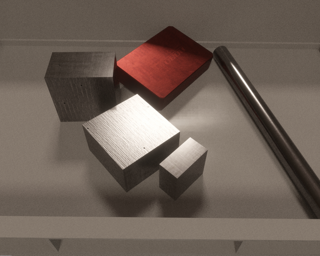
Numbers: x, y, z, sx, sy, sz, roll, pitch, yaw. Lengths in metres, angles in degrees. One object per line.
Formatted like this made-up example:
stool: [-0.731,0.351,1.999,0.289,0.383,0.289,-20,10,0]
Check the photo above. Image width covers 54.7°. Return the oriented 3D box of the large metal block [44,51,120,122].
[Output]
large metal block: [-0.097,-0.054,0.413,0.081,0.080,0.050,-1,50,-2]

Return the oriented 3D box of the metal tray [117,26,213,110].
metal tray: [0.008,-0.095,0.471,0.090,0.030,0.131,38,59,14]

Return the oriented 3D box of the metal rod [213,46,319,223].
metal rod: [0.140,-0.015,0.419,0.025,0.025,0.300,-12,51,-10]

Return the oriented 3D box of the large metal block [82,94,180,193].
large metal block: [-0.034,0.016,0.375,0.080,0.050,0.080,-33,58,-25]

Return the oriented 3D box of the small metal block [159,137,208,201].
small metal block: [0.026,0.047,0.350,0.025,0.050,0.050,36,59,26]
